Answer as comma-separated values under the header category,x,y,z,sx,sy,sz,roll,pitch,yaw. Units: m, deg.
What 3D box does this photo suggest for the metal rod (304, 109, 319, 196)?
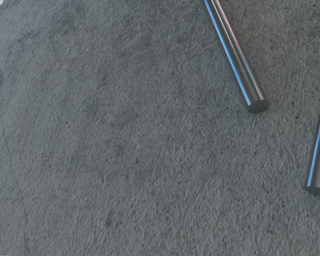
category,x,y,z,sx,sy,sz,roll,pitch,yaw
metal rod,0.201,-0.071,0.341,0.025,0.025,0.300,9,66,32

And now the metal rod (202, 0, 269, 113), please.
category,x,y,z,sx,sy,sz,roll,pitch,yaw
metal rod,0.090,-0.145,0.445,0.025,0.025,0.299,-22,53,15
